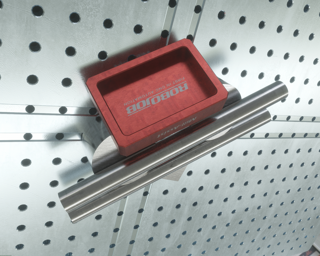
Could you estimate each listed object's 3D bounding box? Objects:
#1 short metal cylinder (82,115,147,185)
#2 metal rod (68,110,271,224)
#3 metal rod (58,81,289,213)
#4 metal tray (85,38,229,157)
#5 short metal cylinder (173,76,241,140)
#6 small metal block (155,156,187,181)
[{"bbox_3d":[-0.051,0.024,0.383,0.081,0.050,0.079,-14,125,-21],"label":"short metal cylinder"},{"bbox_3d":[0.021,0.044,0.418,0.302,0.025,0.025,-26,128,-13],"label":"metal rod"},{"bbox_3d":[0.026,0.016,0.371,0.302,0.025,0.025,-27,128,-12],"label":"metal rod"},{"bbox_3d":[-0.003,-0.037,0.344,0.131,0.090,0.030,-26,160,-13],"label":"metal tray"},{"bbox_3d":[0.060,-0.030,0.412,0.081,0.050,0.079,-14,125,-21],"label":"short metal cylinder"},{"bbox_3d":[0.013,0.047,0.448,0.050,0.025,0.050,16,110,-35],"label":"small metal block"}]
